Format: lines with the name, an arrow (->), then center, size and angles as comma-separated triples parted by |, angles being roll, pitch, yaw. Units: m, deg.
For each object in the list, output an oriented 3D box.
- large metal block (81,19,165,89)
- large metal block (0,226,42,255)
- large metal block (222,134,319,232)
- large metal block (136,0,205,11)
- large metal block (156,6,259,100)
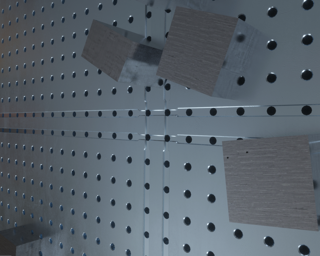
large metal block -> -0.041, -0.095, 0.405 | 0.080, 0.081, 0.050 | 37, 113, 33
large metal block -> -0.287, 0.255, 0.626 | 0.080, 0.050, 0.079 | 10, 96, 39
large metal block -> 0.112, 0.049, 0.300 | 0.080, 0.050, 0.080 | -7, 85, 39
large metal block -> 0.002, -0.176, 0.370 | 0.080, 0.081, 0.050 | 23, 105, 37
large metal block -> 0.051, -0.084, 0.349 | 0.080, 0.050, 0.079 | 28, 107, 36
